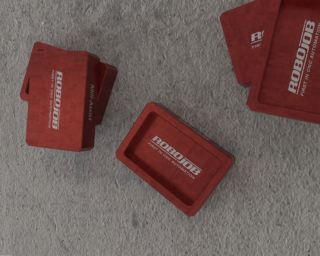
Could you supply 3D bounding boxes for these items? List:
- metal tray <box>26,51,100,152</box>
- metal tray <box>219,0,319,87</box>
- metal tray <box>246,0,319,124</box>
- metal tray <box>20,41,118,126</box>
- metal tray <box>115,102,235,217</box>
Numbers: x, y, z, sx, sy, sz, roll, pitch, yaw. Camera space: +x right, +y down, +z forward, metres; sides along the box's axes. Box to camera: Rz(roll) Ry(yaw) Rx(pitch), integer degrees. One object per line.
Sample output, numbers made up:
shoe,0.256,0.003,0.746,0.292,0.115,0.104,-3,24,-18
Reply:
metal tray,-0.132,-0.037,0.421,0.090,0.030,0.129,5,92,19
metal tray,0.144,-0.108,0.355,0.130,0.030,0.090,-16,85,19
metal tray,0.150,-0.073,0.320,0.090,0.030,0.129,14,95,19
metal tray,-0.136,-0.065,0.454,0.130,0.030,0.089,21,97,18
metal tray,0.018,0.037,0.399,0.130,0.030,0.090,37,102,16
